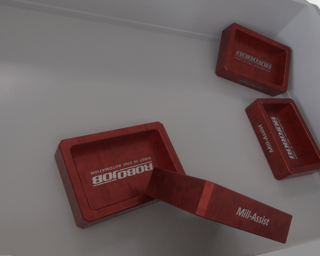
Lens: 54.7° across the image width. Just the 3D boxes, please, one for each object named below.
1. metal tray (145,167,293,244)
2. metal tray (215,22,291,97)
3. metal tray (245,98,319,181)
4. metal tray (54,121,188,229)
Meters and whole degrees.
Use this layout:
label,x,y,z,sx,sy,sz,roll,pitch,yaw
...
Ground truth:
label,x,y,z,sx,sy,sz,roll,pitch,yaw
metal tray,0.061,0.080,0.323,0.131,0.090,0.030,26,78,-32
metal tray,0.166,-0.118,0.544,0.131,0.030,0.090,16,76,-19
metal tray,0.203,0.014,0.502,0.091,0.030,0.130,-3,63,-30
metal tray,-0.040,0.047,0.351,0.131,0.030,0.090,-12,68,-33
